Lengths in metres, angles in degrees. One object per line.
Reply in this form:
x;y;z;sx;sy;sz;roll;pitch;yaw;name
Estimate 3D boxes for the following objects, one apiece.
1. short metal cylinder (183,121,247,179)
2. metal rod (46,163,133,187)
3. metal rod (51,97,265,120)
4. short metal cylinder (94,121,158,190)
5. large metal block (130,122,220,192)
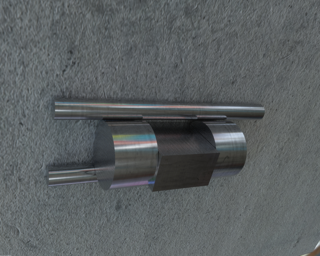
0.073;0.030;0.430;0.050;0.080;0.079;-1;119;-28;short metal cylinder
-0.002;0.056;0.442;0.303;0.025;0.025;-1;119;-28;metal rod
0.018;-0.023;0.404;0.303;0.025;0.025;-1;119;-28;metal rod
-0.043;0.031;0.368;0.050;0.080;0.079;-1;119;-28;short metal cylinder
0.015;0.033;0.398;0.081;0.080;0.050;0;119;-29;large metal block
